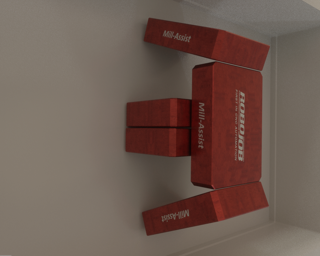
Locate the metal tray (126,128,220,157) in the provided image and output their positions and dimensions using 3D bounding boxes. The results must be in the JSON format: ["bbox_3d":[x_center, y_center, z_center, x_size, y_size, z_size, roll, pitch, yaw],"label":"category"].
[{"bbox_3d":[0.034,0.016,0.392,0.131,0.090,0.030,1,90,-40],"label":"metal tray"}]

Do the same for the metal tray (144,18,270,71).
[{"bbox_3d":[0.053,-0.104,0.379,0.091,0.130,0.030,1,110,-40],"label":"metal tray"}]

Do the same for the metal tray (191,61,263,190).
[{"bbox_3d":[0.077,-0.002,0.348,0.091,0.030,0.129,1,89,-41],"label":"metal tray"}]

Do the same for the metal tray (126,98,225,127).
[{"bbox_3d":[0.035,-0.016,0.392,0.131,0.090,0.030,1,90,-40],"label":"metal tray"}]

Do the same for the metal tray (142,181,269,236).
[{"bbox_3d":[0.051,0.099,0.378,0.091,0.130,0.030,1,68,-41],"label":"metal tray"}]
